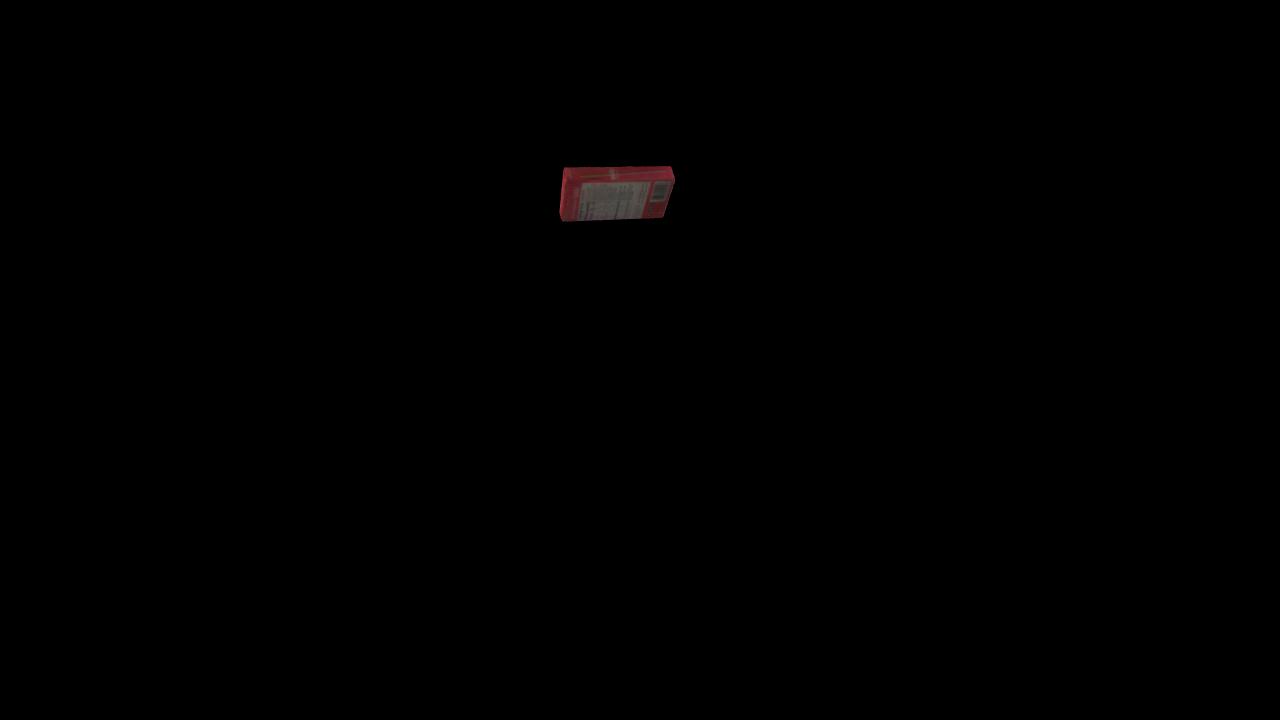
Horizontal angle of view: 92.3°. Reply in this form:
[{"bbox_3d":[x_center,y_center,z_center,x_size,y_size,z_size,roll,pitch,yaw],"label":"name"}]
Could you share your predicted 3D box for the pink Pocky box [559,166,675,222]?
[{"bbox_3d":[-0.034,-0.235,0.871,0.155,0.029,0.084,-6,-26,-14],"label":"pink Pocky box"}]
